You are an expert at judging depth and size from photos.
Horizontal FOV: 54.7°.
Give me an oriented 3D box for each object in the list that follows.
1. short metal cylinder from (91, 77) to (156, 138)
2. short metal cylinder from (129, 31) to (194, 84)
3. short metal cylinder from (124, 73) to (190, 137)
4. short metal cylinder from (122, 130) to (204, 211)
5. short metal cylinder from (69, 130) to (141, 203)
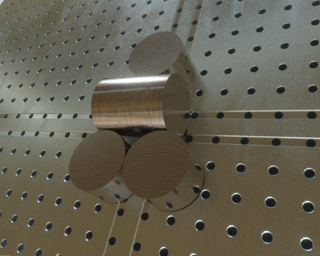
[{"bbox_3d":[-0.045,-0.027,0.412,0.050,0.080,0.080,0,62,28],"label":"short metal cylinder"},{"bbox_3d":[0.003,-0.091,0.445,0.080,0.050,0.080,-13,56,20],"label":"short metal cylinder"},{"bbox_3d":[-0.001,-0.027,0.389,0.050,0.080,0.080,0,62,28],"label":"short metal cylinder"},{"bbox_3d":[0.004,0.049,0.356,0.080,0.050,0.080,-13,56,20],"label":"short metal cylinder"},{"bbox_3d":[-0.067,0.049,0.394,0.080,0.050,0.080,-13,56,20],"label":"short metal cylinder"}]
